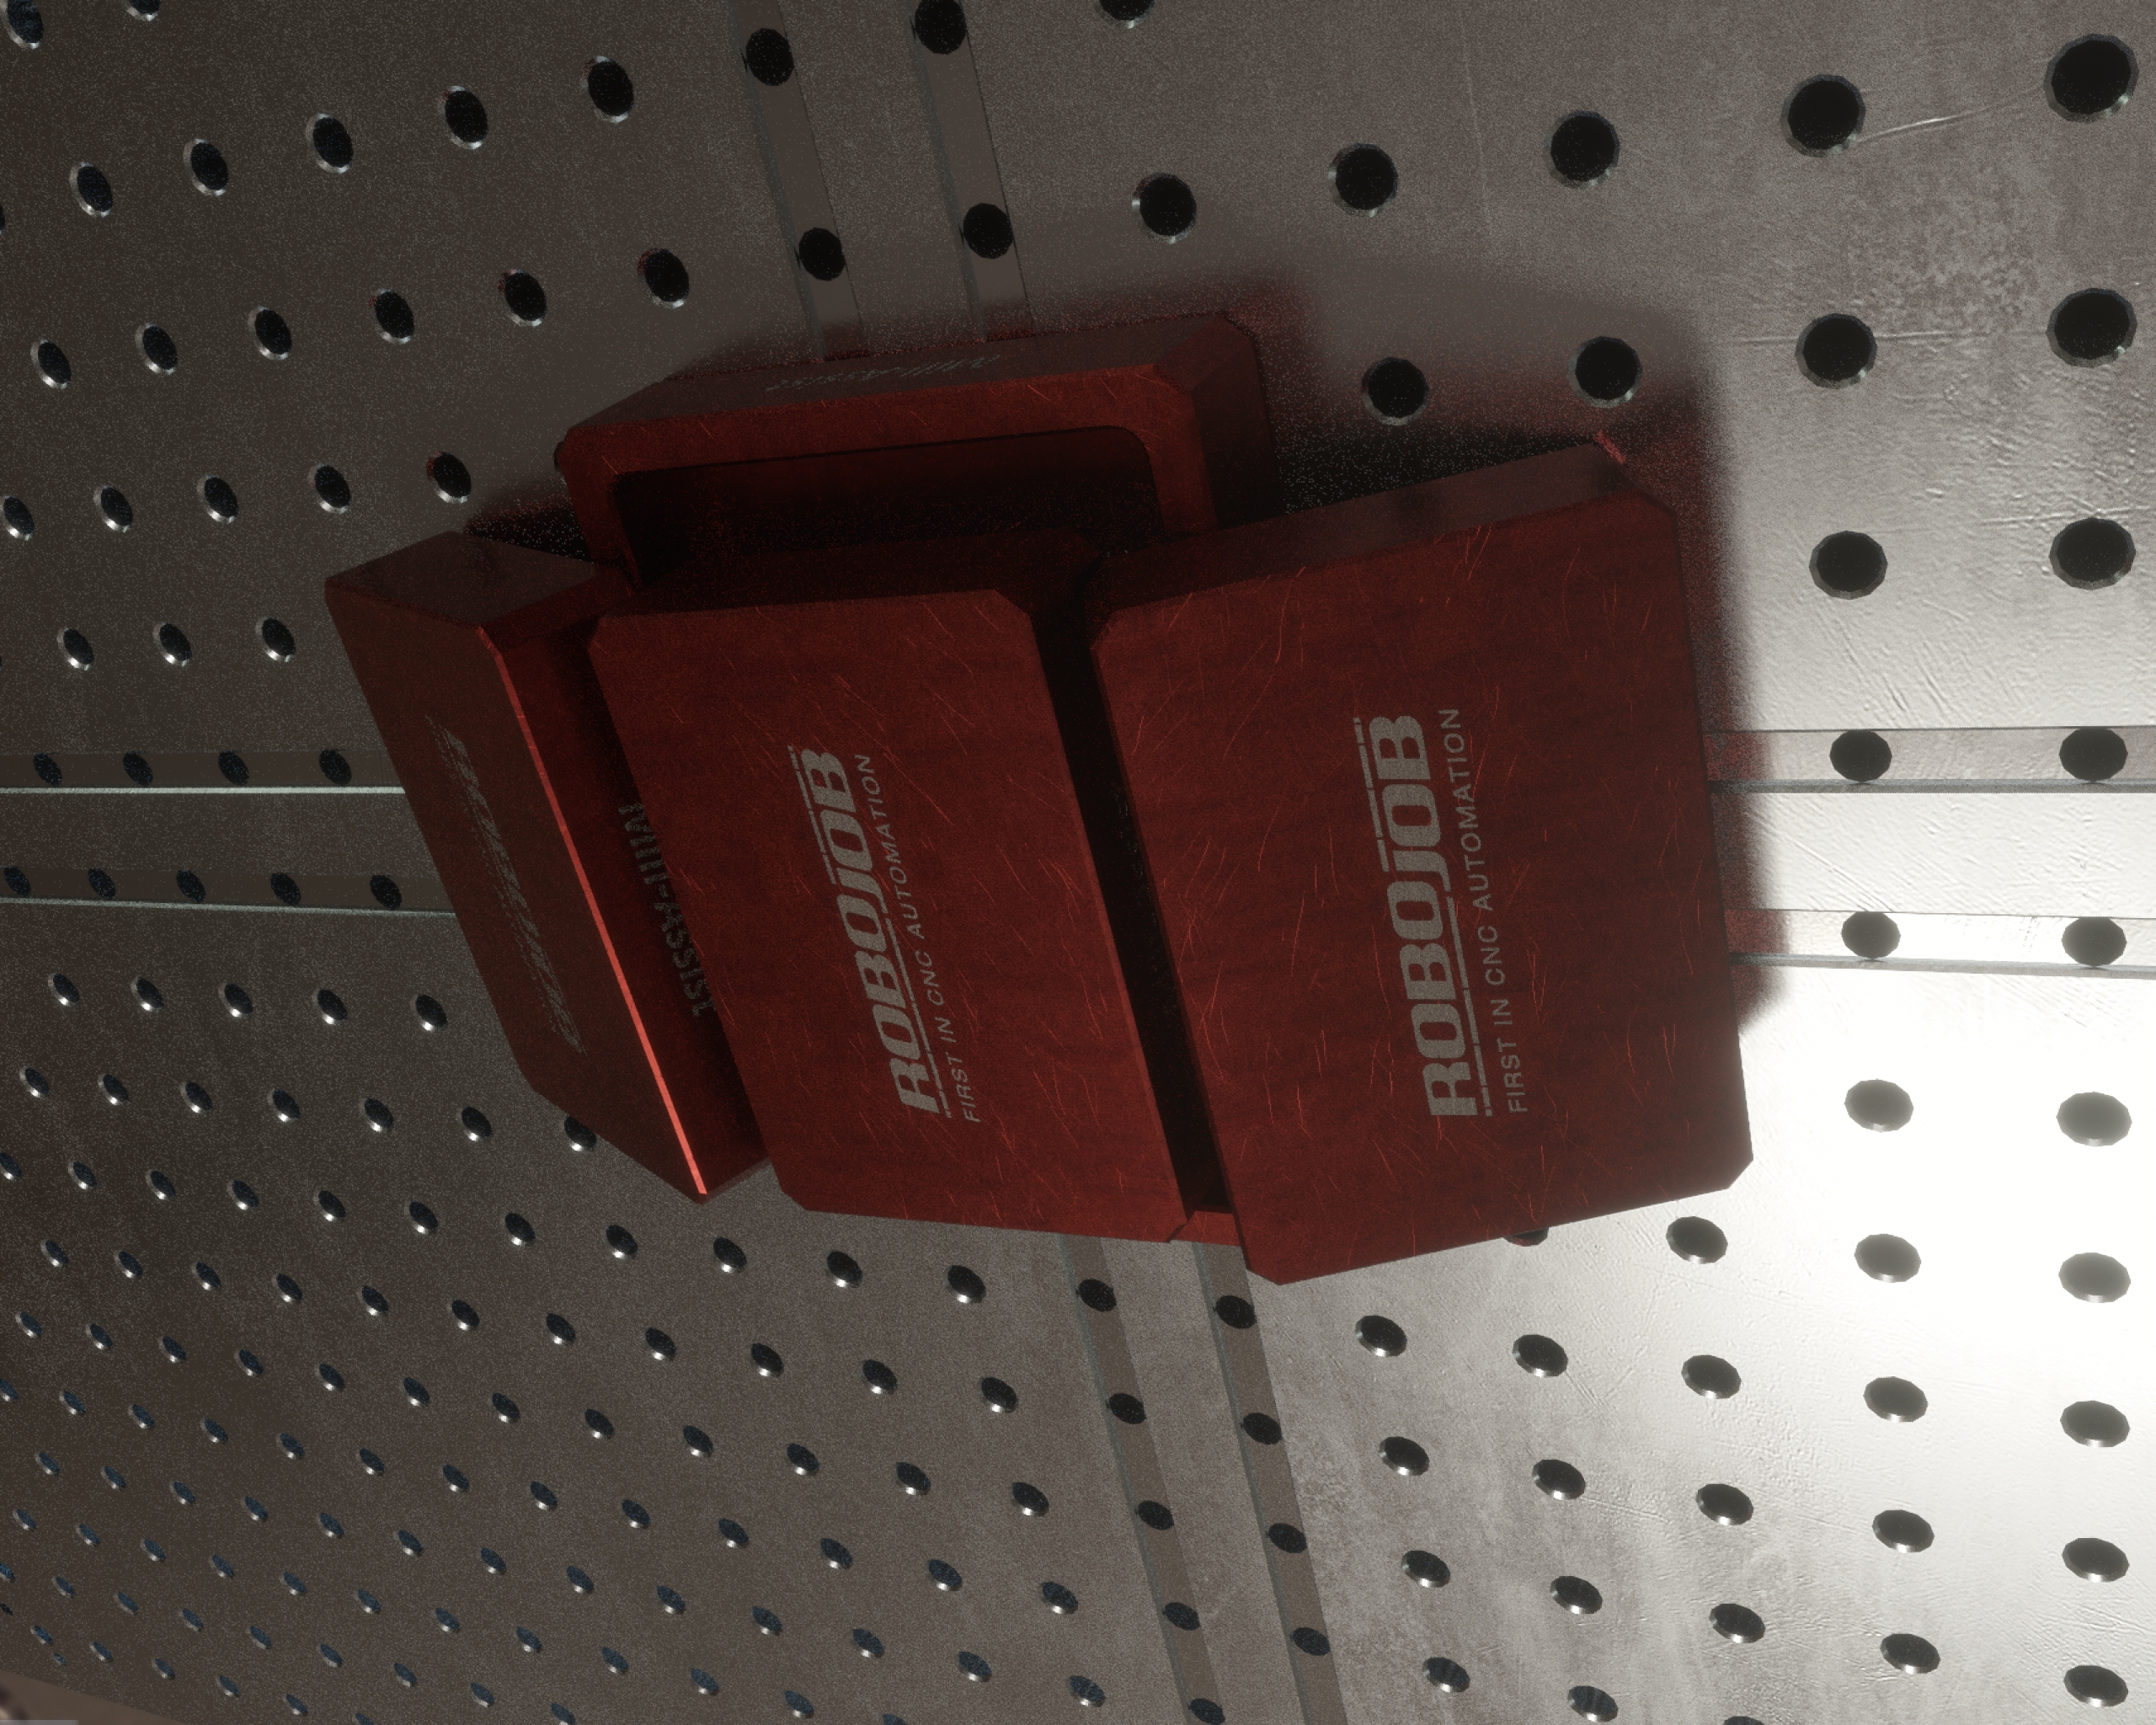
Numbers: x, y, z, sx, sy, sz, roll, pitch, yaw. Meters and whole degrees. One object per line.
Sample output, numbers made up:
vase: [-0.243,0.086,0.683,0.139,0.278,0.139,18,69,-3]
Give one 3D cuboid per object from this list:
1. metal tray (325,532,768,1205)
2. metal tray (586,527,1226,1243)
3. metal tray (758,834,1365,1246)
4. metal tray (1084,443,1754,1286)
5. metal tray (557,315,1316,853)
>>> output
metal tray: [-0.106,0.000,0.438,0.090,0.030,0.129,19,131,49]
metal tray: [-0.028,0.007,0.386,0.090,0.030,0.129,0,118,28]
metal tray: [-0.004,0.031,0.429,0.130,0.030,0.089,0,119,27]
metal tray: [0.059,0.004,0.354,0.090,0.030,0.129,-13,115,3]
metal tray: [-0.025,-0.048,0.390,0.130,0.030,0.089,0,119,27]
